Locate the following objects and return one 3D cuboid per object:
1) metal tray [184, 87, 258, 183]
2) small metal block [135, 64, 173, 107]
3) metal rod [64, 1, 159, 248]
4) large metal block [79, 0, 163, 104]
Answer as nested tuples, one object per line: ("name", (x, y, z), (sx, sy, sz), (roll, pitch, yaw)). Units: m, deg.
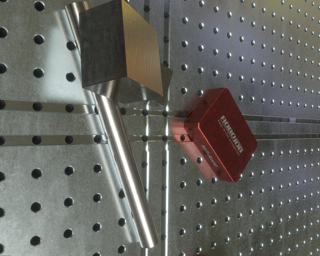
("metal tray", (0.101, 0.012, 0.494), (0.090, 0.030, 0.130), (-51, 120, -28))
("small metal block", (-0.015, -0.060, 0.398), (0.050, 0.025, 0.050), (24, 75, -38))
("metal rod", (-0.052, 0.007, 0.367), (0.025, 0.025, 0.298), (-26, 106, -37))
("large metal block", (-0.039, -0.076, 0.332), (0.080, 0.050, 0.080), (18, 65, -65))
